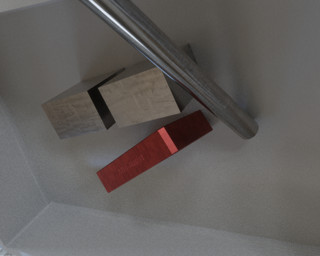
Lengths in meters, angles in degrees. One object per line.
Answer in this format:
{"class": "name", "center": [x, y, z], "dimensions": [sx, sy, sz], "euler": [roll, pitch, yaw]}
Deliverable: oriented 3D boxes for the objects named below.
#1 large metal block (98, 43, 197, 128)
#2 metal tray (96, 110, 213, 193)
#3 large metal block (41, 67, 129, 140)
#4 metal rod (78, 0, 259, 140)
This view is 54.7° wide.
{"class": "large metal block", "center": [-0.006, -0.048, 0.346], "dimensions": [0.080, 0.080, 0.050], "euler": [-13, 112, 33]}
{"class": "metal tray", "center": [-0.008, 0.030, 0.384], "dimensions": [0.130, 0.091, 0.030], "euler": [-35, 84, 38]}
{"class": "large metal block", "center": [-0.087, -0.032, 0.397], "dimensions": [0.080, 0.080, 0.050], "euler": [-10, 113, 32]}
{"class": "metal rod", "center": [0.005, -0.062, 0.264], "dimensions": [0.025, 0.025, 0.301], "euler": [-21, 141, 36]}
